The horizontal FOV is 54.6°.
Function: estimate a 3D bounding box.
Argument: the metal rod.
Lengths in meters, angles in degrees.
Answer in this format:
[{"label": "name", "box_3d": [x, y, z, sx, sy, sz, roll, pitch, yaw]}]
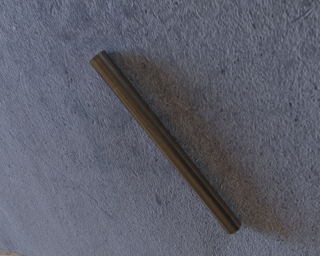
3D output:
[{"label": "metal rod", "box_3d": [0.012, 0.025, 0.416, 0.025, 0.025, 0.300, -32, 101, 38]}]
